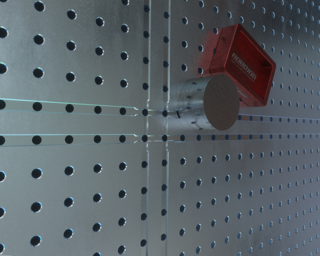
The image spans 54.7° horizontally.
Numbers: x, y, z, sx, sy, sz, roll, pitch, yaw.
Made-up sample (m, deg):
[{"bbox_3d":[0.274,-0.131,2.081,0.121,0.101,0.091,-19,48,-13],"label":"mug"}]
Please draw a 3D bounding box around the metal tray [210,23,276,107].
[{"bbox_3d":[0.146,-0.103,0.531,0.131,0.030,0.090,31,71,-36],"label":"metal tray"}]

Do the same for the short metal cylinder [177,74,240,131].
[{"bbox_3d":[0.072,-0.036,0.456,0.081,0.050,0.079,0,90,-40],"label":"short metal cylinder"}]
